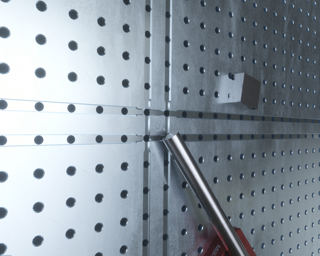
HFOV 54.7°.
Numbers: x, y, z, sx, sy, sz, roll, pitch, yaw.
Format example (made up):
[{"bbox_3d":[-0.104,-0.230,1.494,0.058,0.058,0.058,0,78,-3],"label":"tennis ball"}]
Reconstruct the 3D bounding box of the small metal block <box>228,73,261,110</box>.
[{"bbox_3d":[0.146,-0.062,0.531,0.050,0.025,0.050,16,80,-39],"label":"small metal block"}]

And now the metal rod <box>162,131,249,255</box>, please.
[{"bbox_3d":[0.088,0.137,0.453,0.025,0.025,0.299,-38,105,-33],"label":"metal rod"}]

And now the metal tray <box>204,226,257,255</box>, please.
[{"bbox_3d":[0.100,0.233,0.491,0.131,0.030,0.090,-47,118,-30],"label":"metal tray"}]
